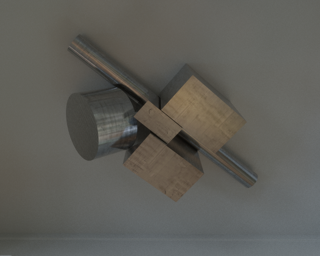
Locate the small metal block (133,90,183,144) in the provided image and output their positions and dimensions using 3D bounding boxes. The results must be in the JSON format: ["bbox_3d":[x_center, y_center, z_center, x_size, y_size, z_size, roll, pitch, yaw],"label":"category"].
[{"bbox_3d":[-0.002,-0.015,0.367,0.050,0.050,0.025,39,105,-14],"label":"small metal block"}]

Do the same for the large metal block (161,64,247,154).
[{"bbox_3d":[0.048,-0.027,0.372,0.080,0.080,0.050,38,105,-13],"label":"large metal block"}]

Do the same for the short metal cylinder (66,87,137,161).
[{"bbox_3d":[-0.071,-0.006,0.371,0.050,0.080,0.079,-15,116,-37],"label":"short metal cylinder"}]

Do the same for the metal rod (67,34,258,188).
[{"bbox_3d":[0.013,-0.014,0.406,0.301,0.025,0.025,37,106,-13],"label":"metal rod"}]

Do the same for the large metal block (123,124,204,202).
[{"bbox_3d":[0.004,0.034,0.394,0.080,0.080,0.050,37,106,-13],"label":"large metal block"}]
